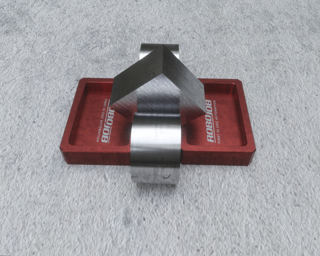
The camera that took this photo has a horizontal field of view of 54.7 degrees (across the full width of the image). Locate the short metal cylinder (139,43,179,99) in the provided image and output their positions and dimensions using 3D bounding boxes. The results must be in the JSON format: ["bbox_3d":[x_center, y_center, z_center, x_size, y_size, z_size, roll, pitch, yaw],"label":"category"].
[{"bbox_3d":[0.000,-0.077,0.434,0.050,0.080,0.080,2,50,1],"label":"short metal cylinder"}]

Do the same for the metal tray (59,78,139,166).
[{"bbox_3d":[-0.071,-0.013,0.412,0.091,0.030,0.130,1,50,1],"label":"metal tray"}]

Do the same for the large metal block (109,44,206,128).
[{"bbox_3d":[-0.002,-0.040,0.376,0.080,0.080,0.050,-27,43,31],"label":"large metal block"}]

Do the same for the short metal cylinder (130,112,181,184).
[{"bbox_3d":[-0.004,0.023,0.350,0.050,0.080,0.080,2,50,1],"label":"short metal cylinder"}]

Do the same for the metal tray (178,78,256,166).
[{"bbox_3d":[0.069,-0.012,0.413,0.091,0.030,0.130,1,50,1],"label":"metal tray"}]
